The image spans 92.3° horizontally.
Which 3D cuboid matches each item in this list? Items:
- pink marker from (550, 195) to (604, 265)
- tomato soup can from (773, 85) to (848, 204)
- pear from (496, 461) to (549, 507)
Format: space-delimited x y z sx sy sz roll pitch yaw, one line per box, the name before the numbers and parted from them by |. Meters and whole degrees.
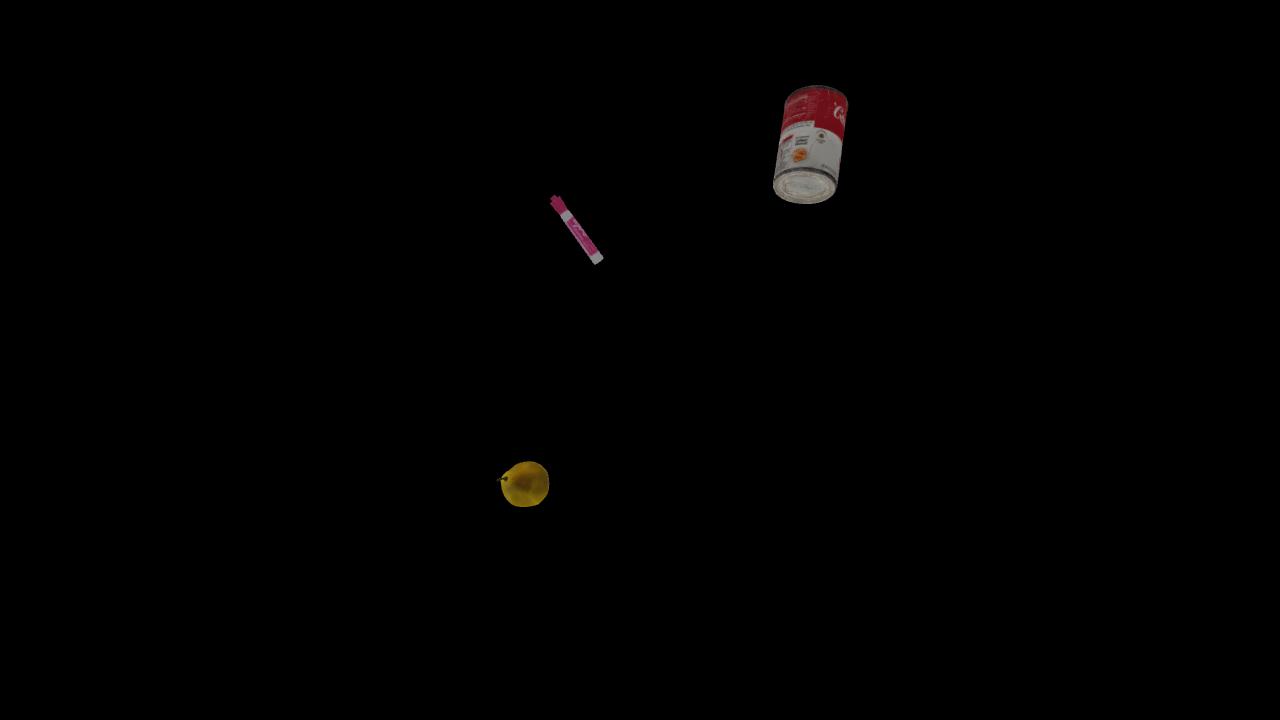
pink marker | -0.098 -0.201 0.949 0.020 0.121 0.020 -33 17 11
tomato soup can | 0.180 -0.226 0.652 0.068 0.101 0.068 11 -14 3
pear | -0.193 0.196 0.996 0.080 0.080 0.111 0 -24 11
